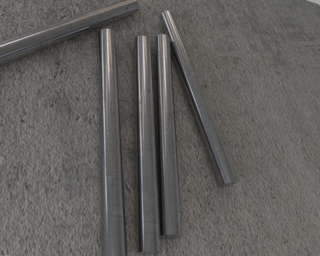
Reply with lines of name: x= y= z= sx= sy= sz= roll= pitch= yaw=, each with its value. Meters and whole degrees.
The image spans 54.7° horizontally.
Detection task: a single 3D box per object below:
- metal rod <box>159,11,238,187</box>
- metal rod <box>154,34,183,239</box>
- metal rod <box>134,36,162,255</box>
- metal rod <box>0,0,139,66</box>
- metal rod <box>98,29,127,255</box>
metal rod: x=0.051 y=-0.058 z=0.465 sx=0.025 sy=0.025 sz=0.299 roll=-3 pitch=63 yaw=-30
metal rod: x=0.008 y=-0.010 z=0.413 sx=0.025 sy=0.025 sz=0.299 roll=12 pitch=57 yaw=-22
metal rod: x=-0.019 y=-0.001 z=0.393 sx=0.025 sy=0.025 sz=0.299 roll=10 pitch=57 yaw=-23
metal rod: x=-0.135 y=-0.125 z=0.406 sx=0.025 sy=0.025 sz=0.302 roll=48 pitch=51 yaw=5
metal rod: x=-0.060 y=-0.002 z=0.372 sx=0.025 sy=0.025 sz=0.299 roll=7 pitch=59 yaw=-25
